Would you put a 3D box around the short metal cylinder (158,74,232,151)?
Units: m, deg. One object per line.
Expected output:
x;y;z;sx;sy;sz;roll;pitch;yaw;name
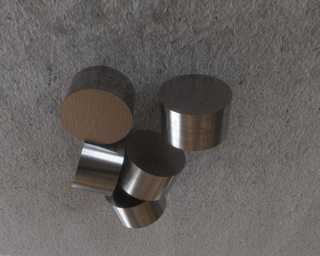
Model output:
0.040;-0.019;0.355;0.080;0.080;0.050;-3;130;2;short metal cylinder

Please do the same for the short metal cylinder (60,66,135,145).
-0.071;-0.026;0.368;0.081;0.050;0.079;0;130;0;short metal cylinder

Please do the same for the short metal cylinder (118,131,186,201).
-0.013;0.049;0.413;0.081;0.080;0.050;15;128;-13;short metal cylinder

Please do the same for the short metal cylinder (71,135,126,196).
-0.081;0.045;0.409;0.050;0.080;0.079;16;128;-13;short metal cylinder

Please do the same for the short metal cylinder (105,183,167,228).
-0.035;0.098;0.454;0.080;0.080;0.050;-10;129;8;short metal cylinder
